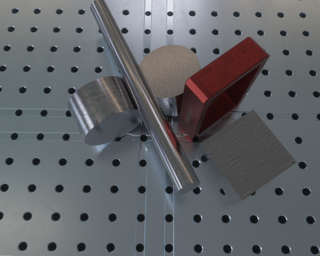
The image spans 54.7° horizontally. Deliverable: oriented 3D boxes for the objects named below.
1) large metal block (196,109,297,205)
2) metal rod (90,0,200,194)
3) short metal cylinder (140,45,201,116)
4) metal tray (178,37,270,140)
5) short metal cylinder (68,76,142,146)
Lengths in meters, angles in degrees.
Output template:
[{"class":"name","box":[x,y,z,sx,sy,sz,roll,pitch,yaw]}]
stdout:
[{"class":"large metal block","box":[0.103,0.037,0.386,0.080,0.050,0.080,-31,73,-11]},{"class":"metal rod","box":[-0.030,-0.058,0.379,0.025,0.025,0.299,-22,62,-8]},{"class":"short metal cylinder","box":[0.016,-0.063,0.411,0.080,0.050,0.080,-6,65,13]},{"class":"metal tray","box":[0.069,-0.040,0.371,0.090,0.130,0.030,-36,75,-12]},{"class":"short metal cylinder","box":[-0.067,-0.020,0.389,0.080,0.080,0.050,-27,73,-9]}]
